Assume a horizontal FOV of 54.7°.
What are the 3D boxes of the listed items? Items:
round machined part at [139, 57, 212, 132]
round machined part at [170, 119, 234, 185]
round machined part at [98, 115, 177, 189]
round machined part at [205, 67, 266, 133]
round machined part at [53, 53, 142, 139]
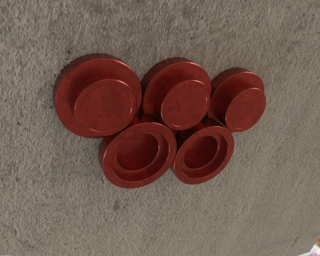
[{"bbox_3d":[0.024,-0.036,0.390,0.099,0.042,0.097,-14,125,-21],"label":"round machined part"},{"bbox_3d":[0.054,0.030,0.448,0.099,0.042,0.097,-14,125,-21],"label":"round machined part"},{"bbox_3d":[-0.031,0.026,0.398,0.099,0.042,0.097,-14,125,-21],"label":"round machined part"},{"bbox_3d":[0.110,-0.033,0.439,0.099,0.042,0.097,-14,125,-21],"label":"round machined part"},{"bbox_3d":[-0.065,-0.030,0.345,0.099,0.042,0.097,-14,125,-21],"label":"round machined part"}]
